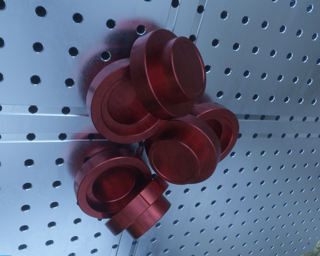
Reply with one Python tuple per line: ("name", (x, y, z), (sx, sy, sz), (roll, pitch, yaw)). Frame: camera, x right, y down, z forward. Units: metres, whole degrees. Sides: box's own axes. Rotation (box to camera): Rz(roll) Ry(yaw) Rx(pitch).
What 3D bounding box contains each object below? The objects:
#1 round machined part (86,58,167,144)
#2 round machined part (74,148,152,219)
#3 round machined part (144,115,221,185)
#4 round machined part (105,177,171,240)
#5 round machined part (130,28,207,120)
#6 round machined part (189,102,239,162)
("round machined part", (-0.036, -0.034, 0.358), (0.099, 0.042, 0.097), (-14, 124, -21))
("round machined part", (-0.063, 0.067, 0.406), (0.099, 0.042, 0.097), (-14, 124, -21))
("round machined part", (0.024, 0.033, 0.394), (0.042, 0.098, 0.097), (-51, 148, -52))
("round machined part", (-0.023, 0.111, 0.418), (0.098, 0.098, 0.042), (-42, 85, -4))
("round machined part", (0.016, -0.060, 0.335), (0.098, 0.042, 0.098), (18, 67, -51))
("round machined part", (0.058, 0.007, 0.435), (0.099, 0.042, 0.097), (-14, 124, -21))
